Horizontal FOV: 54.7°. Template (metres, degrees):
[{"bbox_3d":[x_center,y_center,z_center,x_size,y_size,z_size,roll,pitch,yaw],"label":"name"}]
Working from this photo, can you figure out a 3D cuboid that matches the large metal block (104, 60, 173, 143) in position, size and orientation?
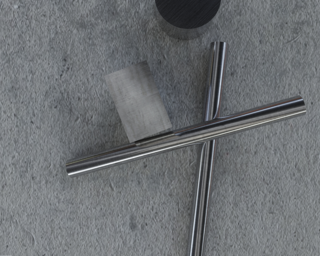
[{"bbox_3d":[-0.024,-0.030,0.382,0.050,0.080,0.080,-21,90,0],"label":"large metal block"}]

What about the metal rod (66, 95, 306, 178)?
[{"bbox_3d":[0.025,0.013,0.389,0.301,0.025,0.025,-16,90,8],"label":"metal rod"}]

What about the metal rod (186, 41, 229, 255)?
[{"bbox_3d":[0.062,0.037,0.410,0.025,0.025,0.298,7,90,0],"label":"metal rod"}]

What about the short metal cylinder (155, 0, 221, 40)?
[{"bbox_3d":[0.034,-0.159,0.398,0.081,0.050,0.080,0,90,0],"label":"short metal cylinder"}]
